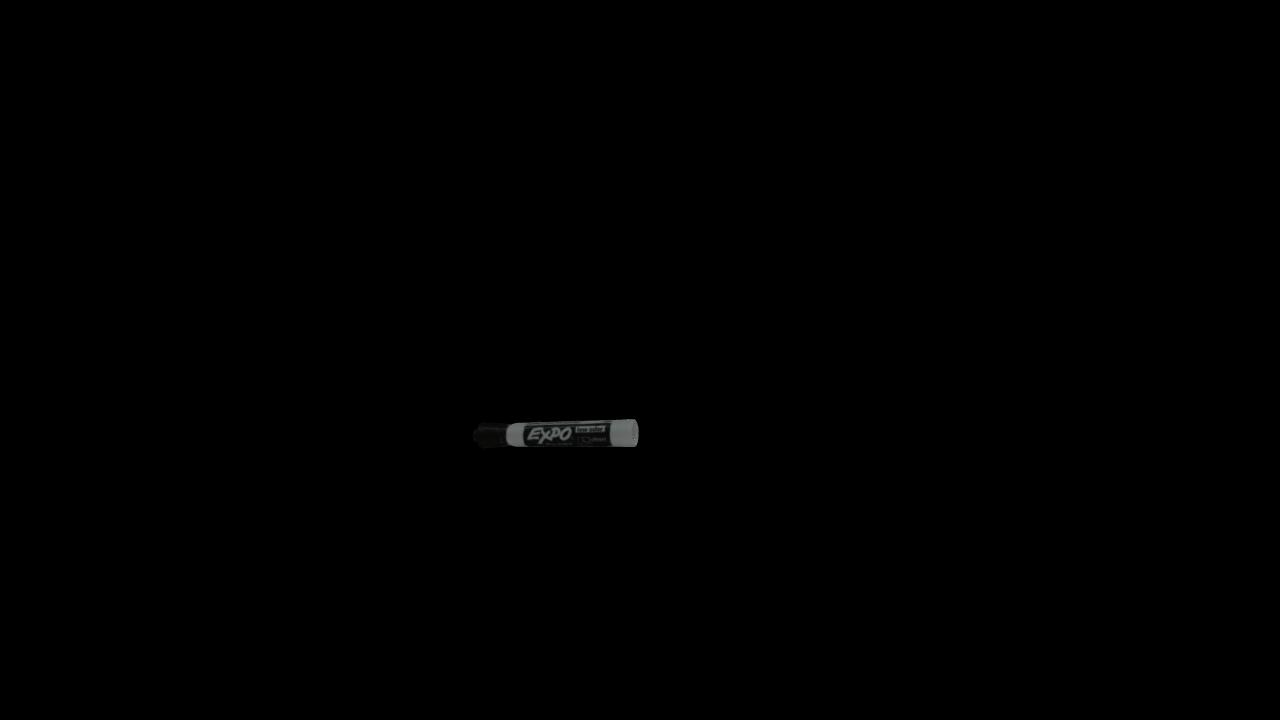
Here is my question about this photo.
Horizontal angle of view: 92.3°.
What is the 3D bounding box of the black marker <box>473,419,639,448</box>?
[{"bbox_3d":[-0.061,0.052,0.431,0.121,0.020,0.020,-3,-1,15],"label":"black marker"}]
